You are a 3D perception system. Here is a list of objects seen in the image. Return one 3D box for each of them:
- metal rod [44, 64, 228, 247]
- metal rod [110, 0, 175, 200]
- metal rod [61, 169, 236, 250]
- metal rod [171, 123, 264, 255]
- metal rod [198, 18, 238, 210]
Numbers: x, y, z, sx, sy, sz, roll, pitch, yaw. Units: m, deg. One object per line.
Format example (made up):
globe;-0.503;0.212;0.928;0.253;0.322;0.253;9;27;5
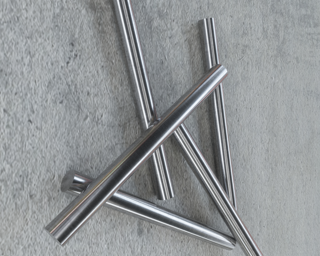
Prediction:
metal rod;-0.007;0.011;0.364;0.301;0.025;0.025;-45;117;-31
metal rod;-0.024;-0.053;0.383;0.025;0.025;0.298;-21;104;-38
metal rod;0.008;0.119;0.411;0.301;0.025;0.025;32;70;-36
metal rod;0.092;0.110;0.464;0.025;0.025;0.299;-44;111;-31
metal rod;0.091;-0.015;0.480;0.025;0.025;0.298;-14;99;-39
